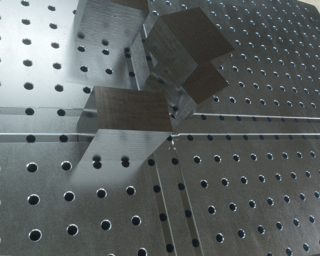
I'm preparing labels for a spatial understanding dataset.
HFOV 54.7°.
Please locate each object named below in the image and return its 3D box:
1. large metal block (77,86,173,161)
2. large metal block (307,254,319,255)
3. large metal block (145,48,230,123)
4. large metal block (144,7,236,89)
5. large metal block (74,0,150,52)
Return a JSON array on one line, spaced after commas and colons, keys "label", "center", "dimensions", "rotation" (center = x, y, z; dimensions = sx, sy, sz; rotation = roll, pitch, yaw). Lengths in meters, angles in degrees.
[{"label": "large metal block", "center": [-0.043, -0.001, 0.351], "dimensions": [0.081, 0.080, 0.050], "rotation": [3, 61, -27]}, {"label": "large metal block", "center": [0.147, 0.176, 0.347], "dimensions": [0.081, 0.080, 0.050], "rotation": [2, 61, -27]}, {"label": "large metal block", "center": [0.041, -0.066, 0.456], "dimensions": [0.081, 0.050, 0.080], "rotation": [-33, 80, -38]}, {"label": "large metal block", "center": [0.040, -0.110, 0.418], "dimensions": [0.081, 0.050, 0.080], "rotation": [-29, 78, -38]}, {"label": "large metal block", "center": [-0.070, -0.159, 0.433], "dimensions": [0.081, 0.080, 0.050], "rotation": [6, 59, -26]}]
